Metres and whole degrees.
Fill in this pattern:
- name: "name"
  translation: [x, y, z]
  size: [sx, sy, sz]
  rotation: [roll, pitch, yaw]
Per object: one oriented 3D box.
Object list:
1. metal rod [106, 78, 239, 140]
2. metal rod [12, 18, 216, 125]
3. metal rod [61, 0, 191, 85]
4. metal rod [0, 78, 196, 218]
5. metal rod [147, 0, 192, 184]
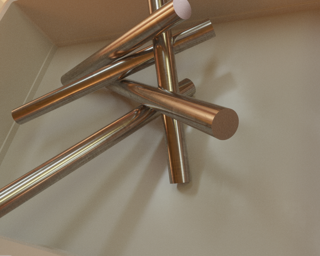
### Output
- name: "metal rod"
  translation: [-0.015, -0.038, 0.365]
  size: [0.025, 0.025, 0.300]
  rotation: [-49, 29, -6]
- name: "metal rod"
  translation: [-0.070, -0.072, 0.422]
  size: [0.301, 0.025, 0.025]
  rotation: [-22, 54, 11]
- name: "metal rod"
  translation: [-0.070, -0.103, 0.429]
  size: [0.299, 0.025, 0.025]
  rotation: [-12, 53, 51]
- name: "metal rod"
  translation: [-0.074, 0.019, 0.357]
  size: [0.302, 0.025, 0.025]
  rotation: [-33, 47, -25]
- name: "metal rod"
  translation: [0.006, -0.084, 0.377]
  size: [0.025, 0.025, 0.298]
  rotation: [-10, 82, 23]
